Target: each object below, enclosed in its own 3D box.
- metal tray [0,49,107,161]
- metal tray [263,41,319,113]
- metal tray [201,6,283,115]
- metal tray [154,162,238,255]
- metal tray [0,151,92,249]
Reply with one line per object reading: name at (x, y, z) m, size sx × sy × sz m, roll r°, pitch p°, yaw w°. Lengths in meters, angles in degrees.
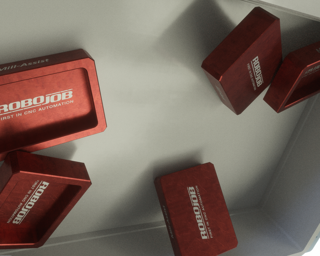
metal tray at (-0.128, -0.023, 0.320) m, size 0.131 × 0.030 × 0.089 m, roll -17°, pitch 125°, yaw -19°
metal tray at (0.218, -0.080, 0.444) m, size 0.131 × 0.030 × 0.089 m, roll -23°, pitch 149°, yaw -24°
metal tray at (0.108, -0.075, 0.386) m, size 0.090 × 0.030 × 0.130 m, roll -46°, pitch 153°, yaw 4°
metal tray at (0.053, 0.125, 0.459) m, size 0.091 × 0.030 × 0.129 m, roll -13°, pitch 81°, yaw -22°
metal tray at (-0.151, 0.088, 0.355) m, size 0.091 × 0.030 × 0.129 m, roll 19°, pitch 118°, yaw -44°
